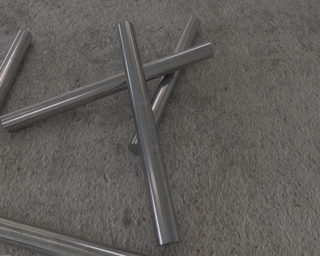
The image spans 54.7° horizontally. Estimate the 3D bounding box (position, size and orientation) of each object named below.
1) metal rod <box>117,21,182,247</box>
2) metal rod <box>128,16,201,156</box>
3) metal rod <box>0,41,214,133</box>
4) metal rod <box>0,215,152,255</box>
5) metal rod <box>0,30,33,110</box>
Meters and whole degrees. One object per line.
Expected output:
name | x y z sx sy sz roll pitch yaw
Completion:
metal rod | -0.020 -0.014 0.376 0.025 0.025 0.299 -9 62 -7
metal rod | 0.017 -0.083 0.472 0.025 0.025 0.300 14 51 11
metal rod | -0.065 -0.060 0.431 0.302 0.025 0.025 -22 53 -10
metal rod | -0.089 0.117 0.303 0.301 0.025 0.025 11 51 9
metal rod | -0.233 -0.044 0.438 0.025 0.025 0.300 0 50 0
